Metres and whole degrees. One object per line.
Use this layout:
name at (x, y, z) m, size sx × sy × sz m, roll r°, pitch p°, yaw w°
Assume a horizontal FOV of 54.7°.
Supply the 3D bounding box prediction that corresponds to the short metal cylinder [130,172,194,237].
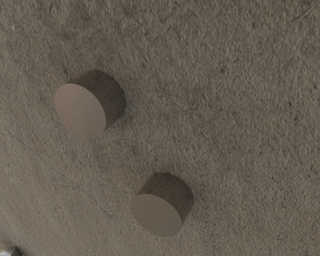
short metal cylinder at (0.004, 0.113, 0.459) m, size 0.080 × 0.050 × 0.079 m, roll 13°, pitch 124°, yaw 21°

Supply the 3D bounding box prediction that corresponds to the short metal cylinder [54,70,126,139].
short metal cylinder at (-0.094, -0.032, 0.420) m, size 0.080 × 0.050 × 0.079 m, roll 13°, pitch 124°, yaw 21°

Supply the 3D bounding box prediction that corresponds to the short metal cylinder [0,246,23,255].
short metal cylinder at (-0.395, 0.354, 0.799) m, size 0.080 × 0.080 × 0.050 m, roll -21°, pitch 107°, yaw 36°
